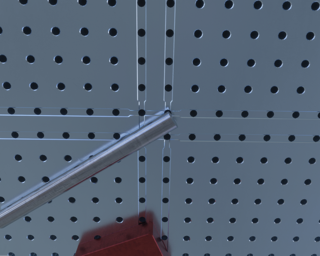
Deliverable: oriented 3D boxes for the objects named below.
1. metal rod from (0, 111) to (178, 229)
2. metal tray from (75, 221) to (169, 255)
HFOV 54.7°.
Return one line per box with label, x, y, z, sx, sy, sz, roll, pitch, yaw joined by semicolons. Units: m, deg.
metal rod;-0.110;0.063;0.435;0.300;0.025;0.025;-30;108;10
metal tray;-0.057;0.209;0.487;0.130;0.030;0.090;-20;109;7
